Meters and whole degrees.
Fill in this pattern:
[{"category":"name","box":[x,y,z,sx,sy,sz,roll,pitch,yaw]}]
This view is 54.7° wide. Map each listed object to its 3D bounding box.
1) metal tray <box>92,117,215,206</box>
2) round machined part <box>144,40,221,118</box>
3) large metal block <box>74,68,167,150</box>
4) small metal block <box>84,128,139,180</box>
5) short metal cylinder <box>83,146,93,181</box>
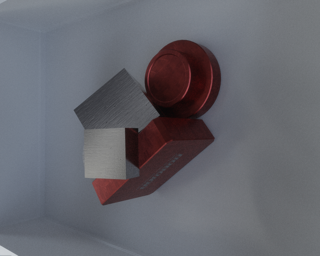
[{"category":"metal tray","box":[-0.008,0.040,0.367,0.129,0.091,0.030,-45,63,30]},{"category":"round machined part","box":[0.020,-0.058,0.375,0.098,0.042,0.097,0,90,39]},{"category":"large metal block","box":[-0.044,-0.011,0.376,0.080,0.050,0.080,-39,64,6]},{"category":"small metal block","box":[-0.050,0.026,0.320,0.050,0.025,0.050,-2,88,26]},{"category":"short metal cylinder","box":[-0.064,0.039,0.439,0.080,0.050,0.079,0,90,39]}]
